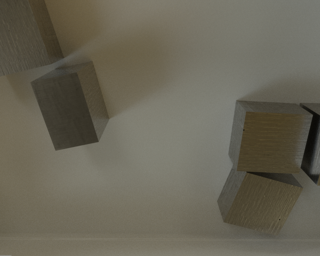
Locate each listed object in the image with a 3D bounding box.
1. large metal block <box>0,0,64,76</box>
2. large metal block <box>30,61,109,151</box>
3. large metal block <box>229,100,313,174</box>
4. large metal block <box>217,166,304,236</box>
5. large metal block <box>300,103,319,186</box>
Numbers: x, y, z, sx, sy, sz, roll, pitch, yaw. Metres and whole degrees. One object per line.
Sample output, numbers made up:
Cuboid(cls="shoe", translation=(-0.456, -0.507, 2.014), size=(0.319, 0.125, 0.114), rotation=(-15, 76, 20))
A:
Cuboid(cls="large metal block", translation=(-0.169, -0.107, 0.356), size=(0.080, 0.050, 0.079), rotation=(-13, 110, 4))
Cuboid(cls="large metal block", translation=(-0.101, -0.030, 0.370), size=(0.050, 0.080, 0.079), rotation=(-12, 110, 4))
Cuboid(cls="large metal block", translation=(0.140, 0.011, 0.404), size=(0.081, 0.050, 0.079), rotation=(3, 110, -2))
Cuboid(cls="large metal block", translation=(0.137, 0.095, 0.435), size=(0.080, 0.050, 0.079), rotation=(16, 109, -6))
Cuboid(cls="large metal block", translation=(0.212, 0.018, 0.392), size=(0.050, 0.080, 0.079), rotation=(1, 110, -1))
